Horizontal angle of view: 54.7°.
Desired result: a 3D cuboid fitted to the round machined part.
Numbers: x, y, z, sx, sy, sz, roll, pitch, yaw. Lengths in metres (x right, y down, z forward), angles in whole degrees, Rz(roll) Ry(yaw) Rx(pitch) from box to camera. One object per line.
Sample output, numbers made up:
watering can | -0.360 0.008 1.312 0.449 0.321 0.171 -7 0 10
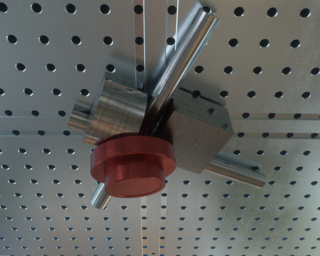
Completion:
round machined part | -0.030 0.050 0.357 0.099 0.042 0.098 -6 151 -3

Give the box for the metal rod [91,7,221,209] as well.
metal rod | -0.019 -0.004 0.383 0.025 0.025 0.298 22 119 -18

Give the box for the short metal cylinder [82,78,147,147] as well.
short metal cylinder | -0.054 -0.013 0.363 0.050 0.080 0.079 20 127 -16

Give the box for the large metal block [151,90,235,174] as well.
large metal block | 0.034 0.005 0.396 0.080 0.050 0.079 20 127 -17

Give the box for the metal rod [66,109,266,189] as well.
metal rod | 0.020 0.035 0.441 0.302 0.025 0.025 19 127 -16
